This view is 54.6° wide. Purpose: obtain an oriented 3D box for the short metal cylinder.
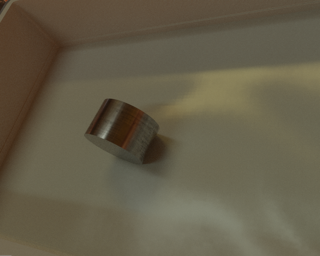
[{"bbox_3d":[-0.048,0.006,0.393,0.080,0.080,0.050,14,69,34],"label":"short metal cylinder"}]
